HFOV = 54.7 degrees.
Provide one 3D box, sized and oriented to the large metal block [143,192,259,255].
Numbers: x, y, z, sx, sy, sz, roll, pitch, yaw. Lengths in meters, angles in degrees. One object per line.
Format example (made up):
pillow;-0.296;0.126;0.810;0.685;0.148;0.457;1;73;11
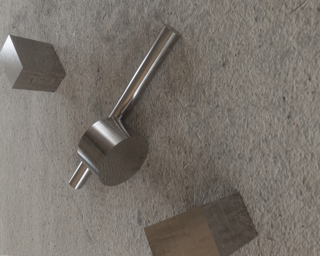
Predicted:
large metal block;0.044;0.112;0.333;0.080;0.081;0.050;-33;70;35

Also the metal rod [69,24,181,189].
metal rod;-0.063;-0.015;0.456;0.025;0.025;0.298;51;119;28

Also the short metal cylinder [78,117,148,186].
short metal cylinder;-0.063;0.032;0.421;0.050;0.081;0.079;38;113;33

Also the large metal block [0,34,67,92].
large metal block;-0.229;-0.114;0.558;0.050;0.081;0.080;-45;63;31
